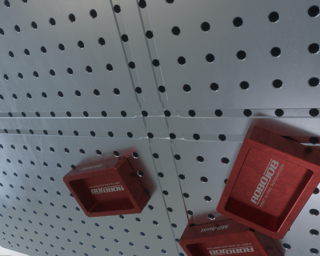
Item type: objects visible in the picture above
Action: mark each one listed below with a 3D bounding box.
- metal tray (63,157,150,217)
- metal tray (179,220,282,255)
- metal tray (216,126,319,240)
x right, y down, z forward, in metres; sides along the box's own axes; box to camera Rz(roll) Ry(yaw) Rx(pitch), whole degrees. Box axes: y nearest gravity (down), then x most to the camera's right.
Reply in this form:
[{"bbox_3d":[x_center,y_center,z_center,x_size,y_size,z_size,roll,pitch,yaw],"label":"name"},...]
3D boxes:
[{"bbox_3d":[-0.092,0.103,0.520,0.130,0.030,0.090,-15,111,34],"label":"metal tray"},{"bbox_3d":[0.104,0.185,0.467,0.130,0.030,0.090,-24,106,36],"label":"metal tray"},{"bbox_3d":[0.131,0.071,0.382,0.090,0.030,0.129,22,127,15],"label":"metal tray"}]
